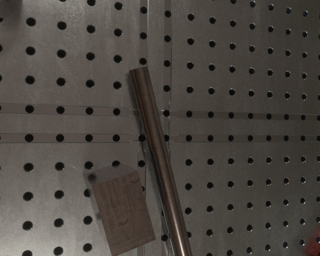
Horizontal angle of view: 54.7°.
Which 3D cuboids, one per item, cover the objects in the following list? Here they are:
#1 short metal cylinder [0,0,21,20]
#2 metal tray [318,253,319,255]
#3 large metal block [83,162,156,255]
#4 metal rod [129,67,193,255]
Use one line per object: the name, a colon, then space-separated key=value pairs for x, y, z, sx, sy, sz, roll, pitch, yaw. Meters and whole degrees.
short metal cylinder: x=-0.191 y=-0.161 z=0.328 sx=0.081 sy=0.050 sz=0.079 roll=0 pitch=90 yaw=-21
metal tray: x=0.343 y=0.209 z=0.539 sx=0.130 sy=0.030 sz=0.090 roll=-46 pitch=105 yaw=-14
large metal block: x=-0.051 y=0.091 z=0.366 sx=0.050 sy=0.080 sz=0.080 roll=-16 pitch=96 yaw=-20
metal rod: x=0.006 y=0.068 z=0.416 sx=0.025 sy=0.025 sz=0.298 roll=-15 pitch=95 yaw=-20
